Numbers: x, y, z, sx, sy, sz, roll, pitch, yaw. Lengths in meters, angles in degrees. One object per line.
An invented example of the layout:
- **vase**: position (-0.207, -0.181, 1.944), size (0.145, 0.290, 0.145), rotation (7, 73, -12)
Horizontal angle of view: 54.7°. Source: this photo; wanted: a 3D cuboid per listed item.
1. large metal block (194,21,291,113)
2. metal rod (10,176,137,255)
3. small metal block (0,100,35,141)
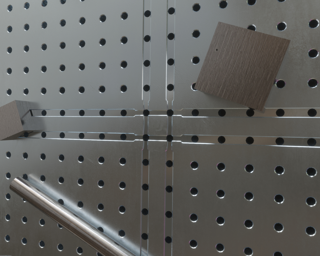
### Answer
- **large metal block**: position (0.097, -0.069, 0.365), size (0.080, 0.050, 0.080), rotation (22, 97, 18)
- **metal rod**: position (-0.101, 0.155, 0.448), size (0.301, 0.025, 0.025), rotation (28, 99, 17)
- **small metal block**: position (-0.234, -0.012, 0.495), size (0.050, 0.025, 0.050), rotation (-20, 83, 18)
